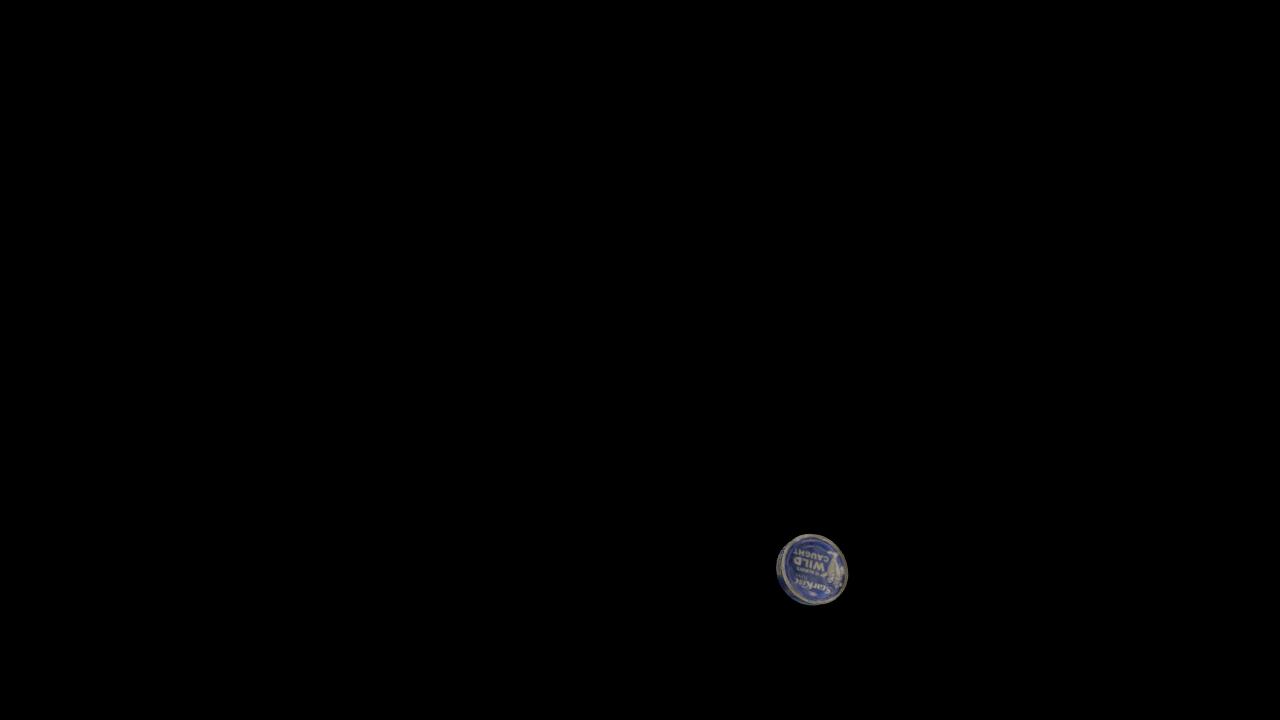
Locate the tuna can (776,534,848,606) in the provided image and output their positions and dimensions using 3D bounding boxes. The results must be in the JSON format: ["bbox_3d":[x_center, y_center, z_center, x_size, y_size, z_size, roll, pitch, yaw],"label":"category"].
[{"bbox_3d":[0.215,0.265,0.776,0.084,0.084,0.034,0,-26,-3],"label":"tuna can"}]
